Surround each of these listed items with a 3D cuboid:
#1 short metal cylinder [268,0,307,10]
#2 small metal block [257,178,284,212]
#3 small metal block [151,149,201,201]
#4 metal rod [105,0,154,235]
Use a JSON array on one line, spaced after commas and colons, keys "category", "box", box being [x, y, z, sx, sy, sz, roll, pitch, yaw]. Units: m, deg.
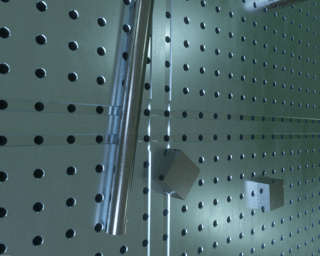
[{"category": "short metal cylinder", "box": [0.247, -0.277, 0.599, 0.081, 0.050, 0.080, 0, 90, -40]}, {"category": "small metal block", "box": [0.209, 0.125, 0.585, 0.050, 0.025, 0.050, -5, 93, -40]}, {"category": "small metal block", "box": [0.023, 0.064, 0.428, 0.050, 0.025, 0.050, 46, 62, -30]}, {"category": "metal rod", "box": [-0.035, -0.025, 0.379, 0.025, 0.025, 0.298, 11, 83, -40]}]
